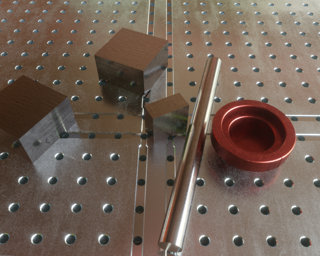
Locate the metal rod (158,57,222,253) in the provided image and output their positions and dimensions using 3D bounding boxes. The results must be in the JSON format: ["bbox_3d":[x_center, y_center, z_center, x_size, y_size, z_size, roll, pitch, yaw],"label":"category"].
[{"bbox_3d":[0.048,0.007,0.401,0.025,0.025,0.300,12,51,9],"label":"metal rod"}]

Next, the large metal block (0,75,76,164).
[{"bbox_3d":[-0.172,-0.014,0.401,0.080,0.050,0.080,25,54,19],"label":"large metal block"}]

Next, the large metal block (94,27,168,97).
[{"bbox_3d":[-0.041,-0.103,0.478,0.080,0.050,0.080,21,53,16],"label":"large metal block"}]

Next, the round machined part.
[{"bbox_3d":[0.112,0.014,0.386,0.099,0.042,0.098,0,50,0],"label":"round machined part"}]

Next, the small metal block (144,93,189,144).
[{"bbox_3d":[0.008,-0.012,0.402,0.050,0.050,0.025,-22,54,-18],"label":"small metal block"}]
